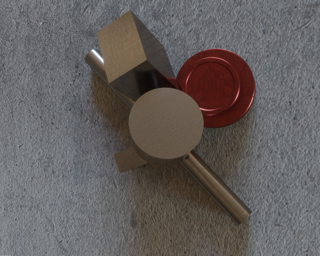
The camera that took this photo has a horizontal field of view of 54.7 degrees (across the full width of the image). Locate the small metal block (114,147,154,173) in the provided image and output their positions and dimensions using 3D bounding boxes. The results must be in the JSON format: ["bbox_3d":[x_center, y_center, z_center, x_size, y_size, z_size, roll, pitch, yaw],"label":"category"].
[{"bbox_3d":[-0.024,0.036,0.405,0.050,0.050,0.025,-22,82,18],"label":"small metal block"}]

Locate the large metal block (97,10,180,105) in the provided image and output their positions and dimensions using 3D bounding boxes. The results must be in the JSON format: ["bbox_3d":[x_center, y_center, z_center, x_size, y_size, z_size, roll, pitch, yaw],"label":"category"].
[{"bbox_3d":[-0.025,-0.079,0.378,0.050,0.080,0.080,-28,59,19],"label":"large metal block"}]

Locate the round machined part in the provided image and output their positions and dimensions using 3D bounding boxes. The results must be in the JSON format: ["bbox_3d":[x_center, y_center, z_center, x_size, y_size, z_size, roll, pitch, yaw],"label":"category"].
[{"bbox_3d":[0.064,-0.048,0.377,0.098,0.042,0.097,0,90,19],"label":"round machined part"}]

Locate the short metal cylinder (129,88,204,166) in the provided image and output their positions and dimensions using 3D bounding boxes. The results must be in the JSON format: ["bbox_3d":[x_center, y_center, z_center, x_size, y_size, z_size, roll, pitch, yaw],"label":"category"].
[{"bbox_3d":[0.005,0.000,0.355,0.081,0.050,0.080,1,74,-4],"label":"short metal cylinder"}]

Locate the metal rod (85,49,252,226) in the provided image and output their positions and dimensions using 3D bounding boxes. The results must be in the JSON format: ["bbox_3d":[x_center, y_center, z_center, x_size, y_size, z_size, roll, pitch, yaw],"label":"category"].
[{"bbox_3d":[0.002,0.003,0.409,0.025,0.025,0.300,-47,76,14],"label":"metal rod"}]
